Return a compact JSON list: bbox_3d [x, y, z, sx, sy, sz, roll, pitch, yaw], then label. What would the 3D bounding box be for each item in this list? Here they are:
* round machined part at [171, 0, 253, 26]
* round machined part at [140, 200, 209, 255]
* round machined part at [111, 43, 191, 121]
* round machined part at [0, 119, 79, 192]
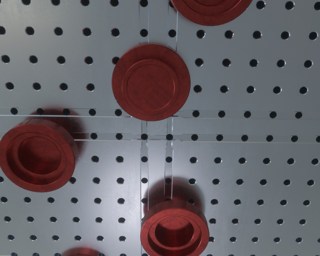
[{"bbox_3d":[0.056,-0.165,0.344,0.099,0.042,0.097,0,110,0],"label":"round machined part"},{"bbox_3d":[0.021,0.147,0.459,0.099,0.042,0.097,0,110,0],"label":"round machined part"},{"bbox_3d":[-0.011,-0.054,0.384,0.099,0.042,0.097,0,110,0],"label":"round machined part"},{"bbox_3d":[-0.158,0.033,0.415,0.099,0.042,0.097,0,110,0],"label":"round machined part"}]
